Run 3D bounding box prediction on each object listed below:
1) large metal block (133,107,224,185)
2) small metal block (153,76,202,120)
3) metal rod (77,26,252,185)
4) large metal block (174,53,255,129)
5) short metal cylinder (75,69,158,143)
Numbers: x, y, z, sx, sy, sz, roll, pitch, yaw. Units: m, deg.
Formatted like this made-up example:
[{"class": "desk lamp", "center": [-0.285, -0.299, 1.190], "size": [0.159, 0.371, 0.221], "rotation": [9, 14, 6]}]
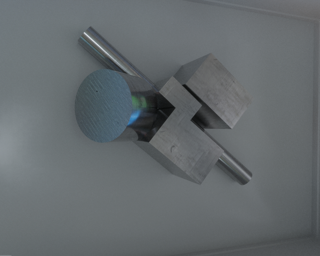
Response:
[{"class": "large metal block", "center": [0.018, 0.021, 0.388], "size": [0.080, 0.080, 0.050], "rotation": [41, 77, -16]}, {"class": "small metal block", "center": [0.016, -0.034, 0.378], "size": [0.050, 0.050, 0.025], "rotation": [43, 77, -16]}, {"class": "metal rod", "center": [0.017, -0.020, 0.417], "size": [0.300, 0.025, 0.025], "rotation": [41, 77, -16]}, {"class": "large metal block", "center": [0.059, -0.044, 0.404], "size": [0.080, 0.080, 0.050], "rotation": [42, 77, -16]}, {"class": "short metal cylinder", "center": [-0.050, -0.024, 0.356], "size": [0.050, 0.080, 0.079], "rotation": [1, 90, -60]}]
